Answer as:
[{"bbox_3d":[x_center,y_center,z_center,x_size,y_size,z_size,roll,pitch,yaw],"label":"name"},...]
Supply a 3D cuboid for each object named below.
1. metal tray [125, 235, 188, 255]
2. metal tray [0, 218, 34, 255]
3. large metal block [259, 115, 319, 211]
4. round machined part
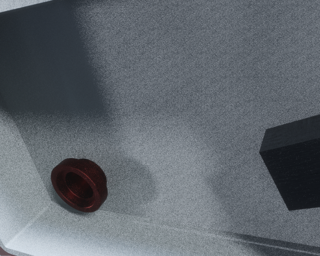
[{"bbox_3d":[0.003,0.256,0.562,0.130,0.030,0.089,14,124,19],"label":"metal tray"},{"bbox_3d":[-0.362,0.295,0.777,0.090,0.030,0.129,24,127,12],"label":"metal tray"},{"bbox_3d":[0.164,0.036,0.328,0.080,0.050,0.080,-20,108,35],"label":"large metal block"},{"bbox_3d":[-0.129,0.090,0.519,0.098,0.042,0.097,13,124,20],"label":"round machined part"}]
